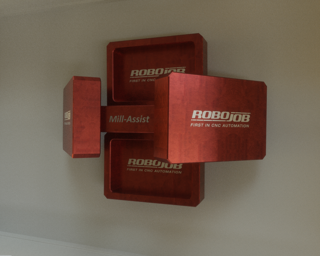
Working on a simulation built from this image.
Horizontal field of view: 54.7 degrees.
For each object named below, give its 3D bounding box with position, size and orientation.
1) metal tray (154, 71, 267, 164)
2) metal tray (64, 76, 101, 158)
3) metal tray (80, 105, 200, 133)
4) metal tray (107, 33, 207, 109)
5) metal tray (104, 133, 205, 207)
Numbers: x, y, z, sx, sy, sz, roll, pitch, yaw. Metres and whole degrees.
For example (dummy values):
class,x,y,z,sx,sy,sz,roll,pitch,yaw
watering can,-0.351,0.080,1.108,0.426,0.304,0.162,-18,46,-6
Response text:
class,x,y,z,sx,sy,sz,roll,pitch,yaw
metal tray,0.059,-0.009,0.339,0.030,0.131,0.089,1,90,62
metal tray,-0.103,-0.012,0.396,0.030,0.130,0.089,1,90,-22
metal tray,-0.019,-0.010,0.381,0.130,0.090,0.030,1,90,19
metal tray,-0.005,-0.070,0.408,0.130,0.030,0.089,0,90,19
metal tray,-0.009,0.050,0.407,0.130,0.030,0.089,1,90,19
